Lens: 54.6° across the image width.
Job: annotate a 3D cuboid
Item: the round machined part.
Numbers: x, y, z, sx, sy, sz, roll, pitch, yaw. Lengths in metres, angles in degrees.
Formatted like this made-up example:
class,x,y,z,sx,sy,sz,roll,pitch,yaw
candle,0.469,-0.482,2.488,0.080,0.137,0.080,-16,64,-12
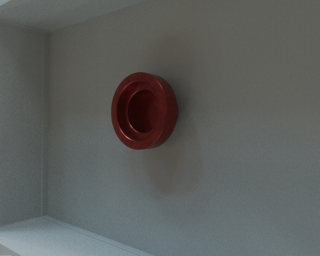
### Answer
class,x,y,z,sx,sy,sz,roll,pitch,yaw
round machined part,-0.016,-0.021,0.406,0.098,0.042,0.097,0,90,40
